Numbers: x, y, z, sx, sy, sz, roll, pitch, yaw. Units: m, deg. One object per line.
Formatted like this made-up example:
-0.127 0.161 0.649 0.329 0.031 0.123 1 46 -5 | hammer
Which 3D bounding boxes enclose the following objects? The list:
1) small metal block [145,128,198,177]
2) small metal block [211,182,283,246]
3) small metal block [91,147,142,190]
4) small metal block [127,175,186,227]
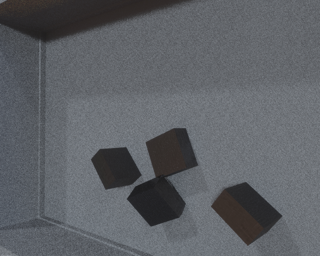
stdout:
0.014 0.032 0.393 0.050 0.025 0.050 -27 73 36 | small metal block
0.089 0.085 0.316 0.050 0.050 0.025 45 117 30 | small metal block
-0.062 0.056 0.439 0.025 0.050 0.050 -46 63 30 | small metal block
-0.005 0.093 0.394 0.050 0.025 0.050 -30 104 35 | small metal block
